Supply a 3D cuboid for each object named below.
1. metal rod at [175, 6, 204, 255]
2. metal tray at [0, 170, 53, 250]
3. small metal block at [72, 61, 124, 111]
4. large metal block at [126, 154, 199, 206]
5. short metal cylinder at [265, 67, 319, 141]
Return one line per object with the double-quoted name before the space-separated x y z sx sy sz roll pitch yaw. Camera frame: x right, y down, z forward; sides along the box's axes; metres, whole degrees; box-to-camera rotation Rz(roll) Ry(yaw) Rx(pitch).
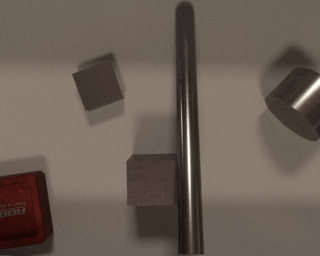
"metal rod" 0.031 -0.017 0.353 0.025 0.025 0.299 1 66 0
"metal tray" -0.216 0.111 0.406 0.131 0.030 0.089 -8 90 -1
"small metal block" -0.081 -0.055 0.410 0.050 0.025 0.050 -20 90 -1
"large metal block" 0.003 0.061 0.384 0.081 0.080 0.050 -1 90 -1
"short metal cylinder" 0.180 -0.029 0.386 0.080 0.080 0.050 44 90 -1
